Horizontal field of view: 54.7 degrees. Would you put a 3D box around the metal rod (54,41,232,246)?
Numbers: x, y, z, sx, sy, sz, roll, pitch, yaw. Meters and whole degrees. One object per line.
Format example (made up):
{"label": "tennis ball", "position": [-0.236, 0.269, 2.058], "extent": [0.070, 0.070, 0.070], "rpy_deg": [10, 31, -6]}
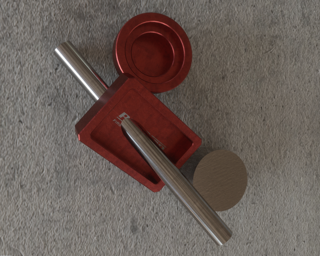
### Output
{"label": "metal rod", "position": [-0.019, 0.019, 0.372], "extent": [0.025, 0.025, 0.300], "rpy_deg": [-41, 92, -15]}

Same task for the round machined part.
{"label": "round machined part", "position": [-0.012, -0.092, 0.396], "extent": [0.099, 0.042, 0.097], "rpy_deg": [0, 90, -20]}

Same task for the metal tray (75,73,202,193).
{"label": "metal tray", "position": [-0.022, 0.009, 0.371], "extent": [0.090, 0.030, 0.130], "rpy_deg": [-49, 120, 0]}

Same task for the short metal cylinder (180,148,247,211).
{"label": "short metal cylinder", "position": [0.070, 0.067, 0.422], "extent": [0.081, 0.050, 0.080], "rpy_deg": [0, 90, -20]}
